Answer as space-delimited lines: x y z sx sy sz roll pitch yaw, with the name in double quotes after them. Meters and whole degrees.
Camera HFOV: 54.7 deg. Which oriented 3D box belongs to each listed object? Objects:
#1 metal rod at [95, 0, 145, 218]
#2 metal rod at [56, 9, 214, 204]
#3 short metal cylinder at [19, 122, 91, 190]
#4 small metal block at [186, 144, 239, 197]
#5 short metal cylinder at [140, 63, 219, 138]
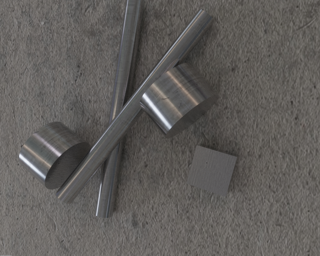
-0.056 -0.025 0.428 0.025 0.025 0.298 10 93 19 "metal rod"
-0.035 -0.024 0.401 0.025 0.025 0.299 40 95 15 "metal rod"
-0.144 0.038 0.431 0.050 0.080 0.080 36 102 16 "short metal cylinder"
0.066 0.051 0.386 0.050 0.025 0.050 16 95 19 "small metal block"
0.023 -0.032 0.372 0.080 0.080 0.050 -42 77 15 "short metal cylinder"
